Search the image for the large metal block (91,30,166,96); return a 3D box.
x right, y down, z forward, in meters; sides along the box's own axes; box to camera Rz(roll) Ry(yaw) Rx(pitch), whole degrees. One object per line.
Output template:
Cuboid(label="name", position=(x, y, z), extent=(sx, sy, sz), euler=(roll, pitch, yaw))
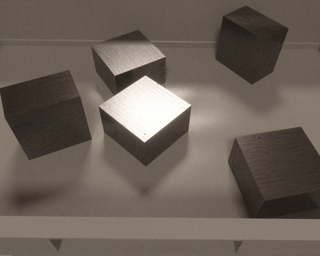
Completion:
Cuboid(label="large metal block", position=(-0.047, -0.096, 0.469), extent=(0.081, 0.050, 0.080), euler=(-25, 55, -20))

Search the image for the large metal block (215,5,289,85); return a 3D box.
Cuboid(label="large metal block", position=(0.138, -0.128, 0.479), extent=(0.050, 0.080, 0.080), euler=(-31, 57, -23))

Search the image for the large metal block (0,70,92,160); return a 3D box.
Cuboid(label="large metal block", position=(-0.136, -0.015, 0.380), extent=(0.081, 0.080, 0.050), euler=(-19, 53, -16))

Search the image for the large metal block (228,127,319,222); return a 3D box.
Cuboid(label="large metal block", position=(0.132, 0.050, 0.348), extent=(0.081, 0.050, 0.080), euler=(-9, 51, -8))

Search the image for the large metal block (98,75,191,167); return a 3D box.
Cuboid(label="large metal block", position=(-0.018, -0.011, 0.398), extent=(0.080, 0.050, 0.080), euler=(36, 59, 26))
